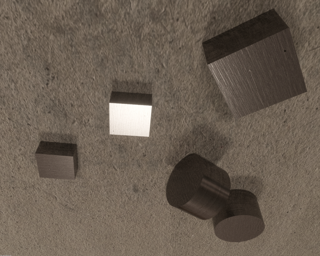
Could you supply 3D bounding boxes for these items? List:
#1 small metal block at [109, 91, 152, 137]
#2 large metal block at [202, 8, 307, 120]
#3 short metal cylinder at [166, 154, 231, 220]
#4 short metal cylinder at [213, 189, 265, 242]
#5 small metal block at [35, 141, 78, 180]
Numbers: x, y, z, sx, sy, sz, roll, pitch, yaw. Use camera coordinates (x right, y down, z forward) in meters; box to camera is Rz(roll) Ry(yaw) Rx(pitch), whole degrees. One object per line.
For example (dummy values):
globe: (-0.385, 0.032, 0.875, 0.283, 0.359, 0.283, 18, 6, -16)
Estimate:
small metal block: (-0.037, -0.017, 0.392, 0.050, 0.025, 0.050, 4, 130, -4)
large metal block: (0.101, -0.067, 0.336, 0.080, 0.050, 0.080, -23, 127, 18)
short metal cylinder: (0.054, 0.084, 0.444, 0.050, 0.080, 0.080, 31, 123, -24)
short metal cylinder: (0.128, 0.147, 0.519, 0.081, 0.050, 0.079, 0, 130, 0)
small metal block: (-0.147, 0.047, 0.445, 0.050, 0.025, 0.050, 5, 130, -5)
